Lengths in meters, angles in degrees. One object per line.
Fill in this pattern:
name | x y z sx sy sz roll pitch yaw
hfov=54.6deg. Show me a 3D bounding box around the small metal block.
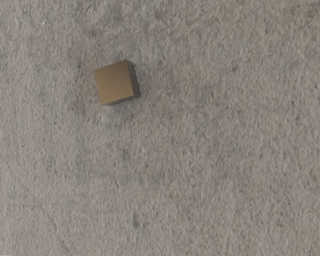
small metal block | -0.059 -0.062 0.430 0.050 0.025 0.050 -15 85 19
